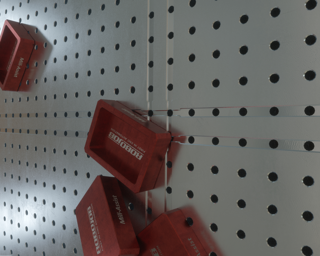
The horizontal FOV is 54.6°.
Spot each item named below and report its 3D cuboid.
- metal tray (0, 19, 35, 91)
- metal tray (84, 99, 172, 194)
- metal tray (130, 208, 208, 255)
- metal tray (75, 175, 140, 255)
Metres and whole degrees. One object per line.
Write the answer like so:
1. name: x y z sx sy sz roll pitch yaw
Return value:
1. metal tray: -0.324 -0.156 0.676 0.090 0.030 0.129 47 118 29
2. metal tray: -0.052 0.023 0.450 0.130 0.030 0.089 31 109 36
3. metal tray: 0.021 0.181 0.390 0.090 0.030 0.130 -48 62 29
4. metal tray: -0.082 0.146 0.451 0.090 0.030 0.130 -54 42 26
